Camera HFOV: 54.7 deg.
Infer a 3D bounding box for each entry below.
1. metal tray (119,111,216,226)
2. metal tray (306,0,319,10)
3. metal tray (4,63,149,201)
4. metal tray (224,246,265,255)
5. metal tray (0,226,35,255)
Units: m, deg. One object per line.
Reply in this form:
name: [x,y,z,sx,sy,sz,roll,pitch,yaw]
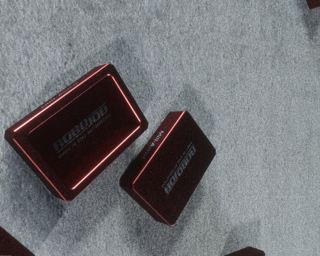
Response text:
metal tray: [0.016,0.051,0.417,0.090,0.030,0.130,51,60,-28]
metal tray: [0.344,-0.347,0.693,0.130,0.030,0.090,51,60,-28]
metal tray: [-0.081,0.001,0.334,0.131,0.030,0.090,-45,117,-31]
metal tray: [0.138,0.277,0.520,0.091,0.030,0.129,2,89,-40]
metal tray: [-0.178,0.139,0.254,0.130,0.030,0.090,-49,119,-29]
